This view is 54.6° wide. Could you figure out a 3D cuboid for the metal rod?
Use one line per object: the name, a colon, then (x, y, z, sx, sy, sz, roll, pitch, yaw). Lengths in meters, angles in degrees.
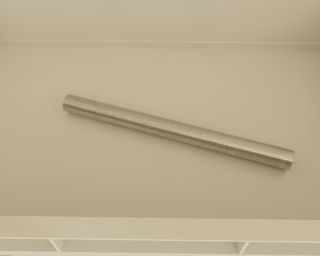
metal rod: (0.014, 0.002, 0.402, 0.301, 0.025, 0.025, 15, 52, 12)
